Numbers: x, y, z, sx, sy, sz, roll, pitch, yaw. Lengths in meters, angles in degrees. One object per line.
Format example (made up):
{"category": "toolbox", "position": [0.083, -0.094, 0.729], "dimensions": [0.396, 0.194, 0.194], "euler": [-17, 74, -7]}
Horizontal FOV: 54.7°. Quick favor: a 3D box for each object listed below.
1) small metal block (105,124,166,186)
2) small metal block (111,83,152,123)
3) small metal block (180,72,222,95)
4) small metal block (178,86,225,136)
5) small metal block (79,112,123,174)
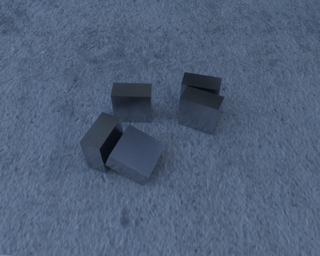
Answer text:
{"category": "small metal block", "position": [-0.029, 0.032, 0.366], "dimensions": [0.050, 0.025, 0.050], "euler": [30, 53, -2]}
{"category": "small metal block", "position": [-0.036, -0.033, 0.414], "dimensions": [0.050, 0.050, 0.025], "euler": [2, 50, 1]}
{"category": "small metal block", "position": [0.055, -0.046, 0.426], "dimensions": [0.050, 0.050, 0.025], "euler": [10, 51, 8]}
{"category": "small metal block", "position": [0.053, -0.022, 0.407], "dimensions": [0.050, 0.050, 0.025], "euler": [19, 53, 15]}
{"category": "small metal block", "position": [-0.067, 0.018, 0.371], "dimensions": [0.025, 0.050, 0.050], "euler": [17, 52, 15]}
